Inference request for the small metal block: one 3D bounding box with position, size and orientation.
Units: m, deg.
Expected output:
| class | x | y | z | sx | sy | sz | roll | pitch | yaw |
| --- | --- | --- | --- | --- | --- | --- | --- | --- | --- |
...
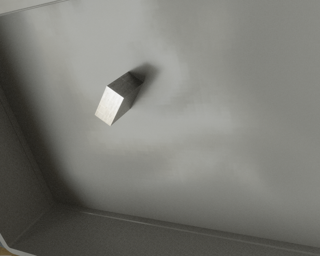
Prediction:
| class | x | y | z | sx | sy | sz | roll | pitch | yaw |
| --- | --- | --- | --- | --- | --- | --- | --- | --- | --- |
| small metal block | -0.052 | -0.038 | 0.397 | 0.025 | 0.050 | 0.050 | 36 | 129 | 4 |
